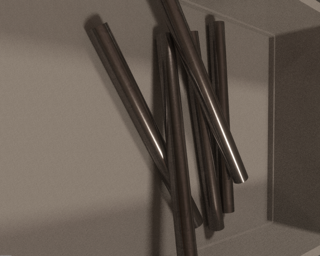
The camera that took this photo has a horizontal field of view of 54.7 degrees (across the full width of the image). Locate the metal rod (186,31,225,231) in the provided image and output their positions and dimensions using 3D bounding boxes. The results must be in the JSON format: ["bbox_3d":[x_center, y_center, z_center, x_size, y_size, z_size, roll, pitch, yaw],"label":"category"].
[{"bbox_3d":[0.065,0.009,0.463,0.025,0.025,0.298,-15,100,-39],"label":"metal rod"}]

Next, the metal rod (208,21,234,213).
[{"bbox_3d":[0.098,-0.015,0.490,0.025,0.025,0.298,-7,94,-40],"label":"metal rod"}]

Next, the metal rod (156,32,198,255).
[{"bbox_3d":[0.021,0.024,0.393,0.025,0.025,0.298,2,79,-40],"label":"metal rod"}]

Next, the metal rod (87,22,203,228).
[{"bbox_3d":[-0.010,0.012,0.400,0.025,0.025,0.299,-40,115,-33],"label":"metal rod"}]

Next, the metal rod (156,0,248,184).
[{"bbox_3d":[0.063,-0.048,0.427,0.025,0.025,0.299,-40,114,-33],"label":"metal rod"}]
